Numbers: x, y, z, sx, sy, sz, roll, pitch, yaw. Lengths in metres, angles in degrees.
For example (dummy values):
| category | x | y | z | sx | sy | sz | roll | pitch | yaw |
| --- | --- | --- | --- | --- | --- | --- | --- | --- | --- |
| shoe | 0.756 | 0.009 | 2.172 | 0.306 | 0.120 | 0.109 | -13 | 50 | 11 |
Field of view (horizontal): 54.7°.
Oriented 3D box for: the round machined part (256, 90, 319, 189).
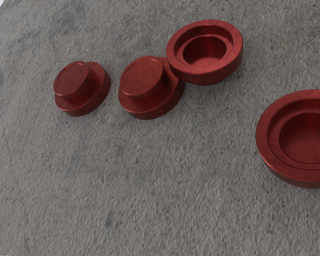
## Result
| category | x | y | z | sx | sy | sz | roll | pitch | yaw |
| --- | --- | --- | --- | --- | --- | --- | --- | --- | --- |
| round machined part | 0.149 | 0.014 | 0.306 | 0.098 | 0.042 | 0.098 | -13 | 56 | 21 |

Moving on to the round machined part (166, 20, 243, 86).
| category | x | y | z | sx | sy | sz | roll | pitch | yaw |
| --- | --- | --- | --- | --- | --- | --- | --- | --- | --- |
| round machined part | 0.060 | -0.095 | 0.412 | 0.098 | 0.042 | 0.098 | -7 | 56 | 11 |

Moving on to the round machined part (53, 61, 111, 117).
| category | x | y | z | sx | sy | sz | roll | pitch | yaw |
| --- | --- | --- | --- | --- | --- | --- | --- | --- | --- |
| round machined part | -0.133 | -0.071 | 0.507 | 0.098 | 0.042 | 0.098 | -13 | 56 | 21 |

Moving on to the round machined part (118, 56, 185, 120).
| category | x | y | z | sx | sy | sz | roll | pitch | yaw |
| --- | --- | --- | --- | --- | --- | --- | --- | --- | --- |
| round machined part | -0.018 | -0.064 | 0.442 | 0.098 | 0.042 | 0.098 | -13 | 56 | 21 |
